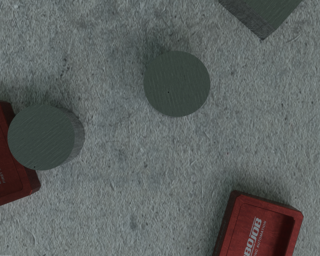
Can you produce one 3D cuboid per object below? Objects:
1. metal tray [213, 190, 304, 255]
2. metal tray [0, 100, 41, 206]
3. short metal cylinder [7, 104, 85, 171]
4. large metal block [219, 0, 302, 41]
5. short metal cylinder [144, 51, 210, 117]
[{"bbox_3d":[0.123,0.157,0.408,0.090,0.030,0.129,16,90,0],"label":"metal tray"},{"bbox_3d":[-0.224,0.038,0.405,0.090,0.030,0.129,-20,90,0],"label":"metal tray"},{"bbox_3d":[-0.143,0.011,0.396,0.081,0.050,0.079,0,90,0],"label":"short metal cylinder"},{"bbox_3d":[0.137,-0.175,0.398,0.080,0.050,0.080,41,90,0],"label":"large metal block"},{"bbox_3d":[0.020,-0.053,0.397,0.081,0.050,0.079,0,90,0],"label":"short metal cylinder"}]
